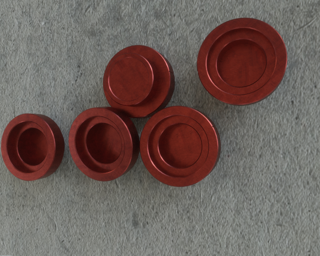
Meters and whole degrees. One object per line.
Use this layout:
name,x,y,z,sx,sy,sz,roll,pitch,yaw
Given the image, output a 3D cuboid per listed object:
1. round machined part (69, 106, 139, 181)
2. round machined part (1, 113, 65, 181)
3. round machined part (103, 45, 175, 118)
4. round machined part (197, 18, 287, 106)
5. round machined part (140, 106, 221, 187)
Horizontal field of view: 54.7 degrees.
round machined part,-0.071,0.019,0.420,0.098,0.042,0.097,3,99,23
round machined part,-0.184,0.028,0.465,0.098,0.042,0.097,0,90,20
round machined part,-0.033,-0.062,0.412,0.098,0.042,0.097,0,90,20
round machined part,0.096,-0.075,0.366,0.098,0.042,0.097,0,90,20
round machined part,0.028,0.022,0.390,0.098,0.042,0.097,0,90,20
